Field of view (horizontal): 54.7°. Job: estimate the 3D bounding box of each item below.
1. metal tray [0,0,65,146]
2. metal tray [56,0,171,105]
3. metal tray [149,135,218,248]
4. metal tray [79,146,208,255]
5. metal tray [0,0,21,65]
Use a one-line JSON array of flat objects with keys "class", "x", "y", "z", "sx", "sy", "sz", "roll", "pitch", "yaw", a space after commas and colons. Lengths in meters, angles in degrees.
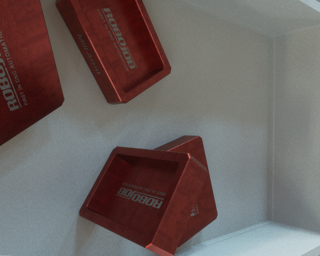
[{"class": "metal tray", "x": -0.132, "y": -0.050, "z": 0.246, "sx": 0.090, "sy": 0.030, "sz": 0.129, "roll": -43, "pitch": 152, "yaw": -34}, {"class": "metal tray", "x": -0.048, "y": -0.104, "z": 0.364, "sx": 0.091, "sy": 0.030, "sz": 0.129, "roll": -39, "pitch": 114, "yaw": -33}, {"class": "metal tray", "x": 0.030, "y": 0.084, "z": 0.431, "sx": 0.091, "sy": 0.030, "sz": 0.129, "roll": -22, "pitch": 104, "yaw": -38}, {"class": "metal tray", "x": -0.022, "y": 0.068, "z": 0.321, "sx": 0.030, "sy": 0.130, "sz": 0.090, "roll": 41, "pitch": 65, "yaw": -33}, {"class": "metal tray", "x": -0.157, "y": -0.118, "z": 0.238, "sx": 0.091, "sy": 0.030, "sz": 0.129, "roll": -1, "pitch": 112, "yaw": -45}]
